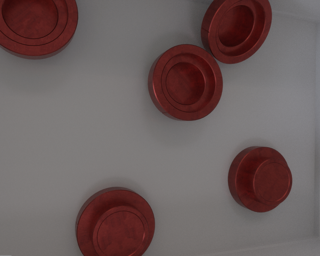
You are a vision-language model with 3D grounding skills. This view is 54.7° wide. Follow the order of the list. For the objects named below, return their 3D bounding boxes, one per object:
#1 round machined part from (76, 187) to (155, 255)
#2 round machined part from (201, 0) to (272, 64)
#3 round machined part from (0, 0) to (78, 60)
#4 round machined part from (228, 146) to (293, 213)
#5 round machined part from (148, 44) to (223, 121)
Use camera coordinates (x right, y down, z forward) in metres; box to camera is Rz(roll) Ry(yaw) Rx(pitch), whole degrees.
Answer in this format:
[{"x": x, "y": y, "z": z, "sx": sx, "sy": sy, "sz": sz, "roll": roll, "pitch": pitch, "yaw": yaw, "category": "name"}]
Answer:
[{"x": -0.052, "y": 0.125, "z": 0.382, "sx": 0.099, "sy": 0.042, "sz": 0.097, "roll": 0, "pitch": 90, "yaw": -20, "category": "round machined part"}, {"x": 0.098, "y": -0.141, "z": 0.421, "sx": 0.099, "sy": 0.042, "sz": 0.097, "roll": -15, "pitch": 129, "yaw": -18, "category": "round machined part"}, {"x": -0.145, "y": -0.125, "z": 0.348, "sx": 0.099, "sy": 0.042, "sz": 0.097, "roll": 0, "pitch": 90, "yaw": -20, "category": "round machined part"}, {"x": 0.154, "y": 0.077, "z": 0.458, "sx": 0.099, "sy": 0.042, "sz": 0.097, "roll": 0, "pitch": 90, "yaw": -20, "category": "round machined part"}, {"x": 0.030, "y": -0.058, "z": 0.412, "sx": 0.099, "sy": 0.042, "sz": 0.097, "roll": 0, "pitch": 90, "yaw": -20, "category": "round machined part"}]
